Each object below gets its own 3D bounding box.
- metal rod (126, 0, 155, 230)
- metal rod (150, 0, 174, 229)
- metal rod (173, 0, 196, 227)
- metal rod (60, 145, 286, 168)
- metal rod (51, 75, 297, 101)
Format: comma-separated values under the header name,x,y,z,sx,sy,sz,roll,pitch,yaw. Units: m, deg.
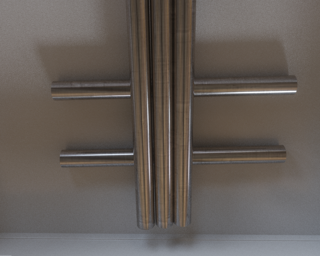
name,x,y,z,sx,sy,sz,roll,pitch,yaw
metal rod,-0.022,-0.006,0.380,0.025,0.025,0.298,-1,110,0
metal rod,0.004,-0.008,0.379,0.025,0.025,0.298,-1,110,0
metal rod,0.028,-0.010,0.379,0.025,0.025,0.298,-1,110,0
metal rod,0.018,0.039,0.425,0.302,0.025,0.025,-1,110,0
metal rod,0.018,-0.051,0.392,0.302,0.025,0.025,-1,110,0
